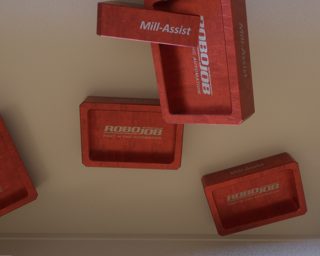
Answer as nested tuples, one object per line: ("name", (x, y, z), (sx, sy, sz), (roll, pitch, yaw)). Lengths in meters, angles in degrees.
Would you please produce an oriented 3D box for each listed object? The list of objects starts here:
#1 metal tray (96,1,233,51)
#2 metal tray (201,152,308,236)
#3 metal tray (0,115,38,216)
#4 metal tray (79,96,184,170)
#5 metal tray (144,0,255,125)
("metal tray", (0.005, -0.112, 0.334), (0.131, 0.090, 0.030), (6, 113, -3))
("metal tray", (0.135, 0.096, 0.446), (0.131, 0.030, 0.090), (-17, 110, 5))
("metal tray", (-0.229, 0.054, 0.402), (0.091, 0.030, 0.129), (-25, 112, -25))
("metal tray", (-0.036, 0.007, 0.410), (0.131, 0.030, 0.089), (2, 110, -2))
("metal tray", (0.038, -0.069, 0.299), (0.090, 0.030, 0.129), (2, 108, 38))
